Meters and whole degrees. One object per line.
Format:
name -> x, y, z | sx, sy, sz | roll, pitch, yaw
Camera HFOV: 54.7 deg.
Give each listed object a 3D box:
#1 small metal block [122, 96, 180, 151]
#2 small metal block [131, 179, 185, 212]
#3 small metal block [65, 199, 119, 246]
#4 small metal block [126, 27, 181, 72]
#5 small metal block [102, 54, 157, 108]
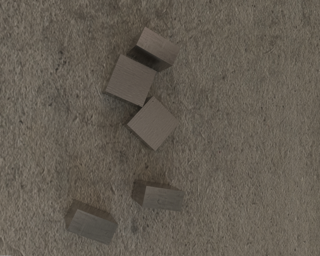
small metal block -> -0.012, -0.006, 0.405 | 0.050, 0.025, 0.050 | 45, 76, -15
small metal block -> -0.004, 0.085, 0.394 | 0.050, 0.050, 0.025 | 13, 86, -20
small metal block -> -0.082, 0.110, 0.365 | 0.050, 0.050, 0.025 | 27, 81, -18
small metal block -> -0.010, -0.097, 0.392 | 0.050, 0.050, 0.025 | 26, 82, -18
small metal block -> -0.039, -0.058, 0.394 | 0.050, 0.025, 0.050 | 23, 82, -19
